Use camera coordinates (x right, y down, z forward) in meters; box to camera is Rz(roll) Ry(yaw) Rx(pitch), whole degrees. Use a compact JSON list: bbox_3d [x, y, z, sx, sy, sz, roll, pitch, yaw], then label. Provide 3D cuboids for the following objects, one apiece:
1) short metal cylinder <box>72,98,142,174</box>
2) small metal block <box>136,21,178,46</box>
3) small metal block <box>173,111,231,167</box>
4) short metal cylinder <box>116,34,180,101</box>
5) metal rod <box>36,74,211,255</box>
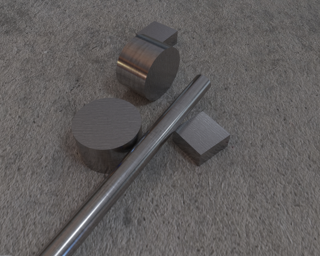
[{"bbox_3d":[-0.062,0.009,0.379,0.081,0.050,0.080,0,50,0],"label":"short metal cylinder"},{"bbox_3d":[-0.005,-0.154,0.533,0.050,0.025,0.050,30,56,23],"label":"small metal block"},{"bbox_3d":[0.052,0.013,0.393,0.050,0.025,0.050,-31,57,-24],"label":"small metal block"},{"bbox_3d":[-0.016,-0.086,0.439,0.050,0.080,0.080,31,57,23],"label":"short metal cylinder"},{"bbox_3d":[-0.027,0.036,0.345,0.025,0.025,0.301,28,58,21],"label":"metal rod"}]
